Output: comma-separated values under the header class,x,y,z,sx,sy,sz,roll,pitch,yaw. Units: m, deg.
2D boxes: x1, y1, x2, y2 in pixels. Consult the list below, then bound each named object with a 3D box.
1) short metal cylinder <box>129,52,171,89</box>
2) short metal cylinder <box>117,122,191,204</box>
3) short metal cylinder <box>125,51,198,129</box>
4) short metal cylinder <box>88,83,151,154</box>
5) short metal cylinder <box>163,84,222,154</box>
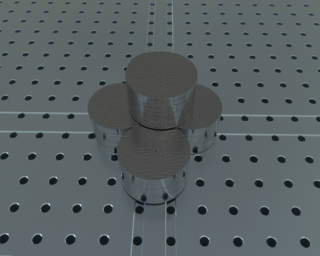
class,x,y,z,sx,sy,sz,roll,pitch,yaw
short metal cylinder,-0.006,-0.065,0.446,0.081,0.050,0.080,1,50,-1
short metal cylinder,-0.007,0.039,0.357,0.081,0.050,0.080,0,48,0
short metal cylinder,0.002,-0.045,0.363,0.081,0.050,0.080,0,50,0
short metal cylinder,-0.049,-0.013,0.402,0.081,0.050,0.080,0,50,0
short metal cylinder,0.037,-0.013,0.401,0.081,0.050,0.080,0,50,0
